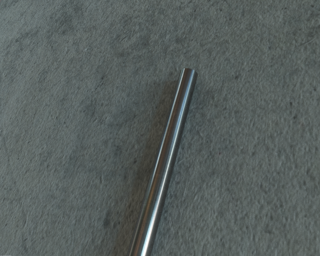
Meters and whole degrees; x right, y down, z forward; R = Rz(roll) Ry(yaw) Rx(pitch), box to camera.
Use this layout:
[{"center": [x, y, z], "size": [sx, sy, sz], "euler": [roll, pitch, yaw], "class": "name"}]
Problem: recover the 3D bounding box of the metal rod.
[{"center": [0.001, 0.057, 0.367], "size": [0.025, 0.025, 0.300], "euler": [3, 63, 29], "class": "metal rod"}]
